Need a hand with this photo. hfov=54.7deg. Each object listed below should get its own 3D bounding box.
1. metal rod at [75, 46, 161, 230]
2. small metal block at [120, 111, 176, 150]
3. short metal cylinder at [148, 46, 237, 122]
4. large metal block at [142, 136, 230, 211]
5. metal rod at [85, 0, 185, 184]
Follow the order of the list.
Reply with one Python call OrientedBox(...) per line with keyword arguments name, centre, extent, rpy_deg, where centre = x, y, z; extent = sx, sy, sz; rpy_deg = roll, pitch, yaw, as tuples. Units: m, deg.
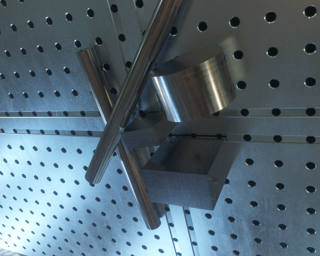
OrientedBox(name="metal rod", centre=(-0.053, 0.030, 0.455), extent=(0.025, 0.025, 0.298), rpy_deg=(-4, 117, 30))
OrientedBox(name="small metal block", centre=(-0.015, 0.002, 0.403), extent=(0.050, 0.050, 0.025), rpy_deg=(-9, 114, 32))
OrientedBox(name="short metal cylinder", centre=(0.034, -0.047, 0.327), extent=(0.080, 0.080, 0.050), rpy_deg=(-9, 114, 31))
OrientedBox(name="large metal block", centre=(0.036, 0.052, 0.388), extent=(0.080, 0.080, 0.050), rpy_deg=(1, 119, 27))
OrientedBox(name="metal rod", centre=(-0.039, -0.038, 0.384), extent=(0.025, 0.025, 0.298), rpy_deg=(33, 122, 6))
